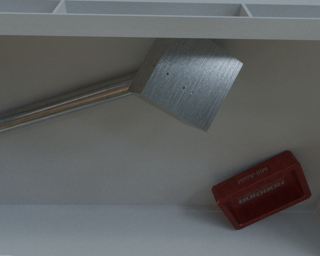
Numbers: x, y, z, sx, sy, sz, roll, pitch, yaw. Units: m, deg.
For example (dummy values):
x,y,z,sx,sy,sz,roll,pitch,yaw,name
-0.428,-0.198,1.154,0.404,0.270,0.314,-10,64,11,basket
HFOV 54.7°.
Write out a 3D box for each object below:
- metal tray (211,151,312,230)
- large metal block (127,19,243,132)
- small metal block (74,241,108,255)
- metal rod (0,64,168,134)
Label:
x,y,z,sx,sy,sz,roll,pitch,yaw,name
0.157,0.099,0.478,0.130,0.030,0.090,-29,125,10,metal tray
0.025,-0.053,0.324,0.080,0.050,0.080,29,88,-23,large metal block
-0.139,0.258,0.629,0.050,0.025,0.050,-11,130,8,small metal block
-0.131,-0.025,0.385,0.301,0.025,0.025,-15,129,12,metal rod
